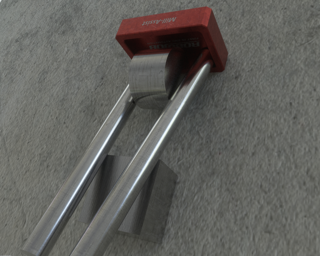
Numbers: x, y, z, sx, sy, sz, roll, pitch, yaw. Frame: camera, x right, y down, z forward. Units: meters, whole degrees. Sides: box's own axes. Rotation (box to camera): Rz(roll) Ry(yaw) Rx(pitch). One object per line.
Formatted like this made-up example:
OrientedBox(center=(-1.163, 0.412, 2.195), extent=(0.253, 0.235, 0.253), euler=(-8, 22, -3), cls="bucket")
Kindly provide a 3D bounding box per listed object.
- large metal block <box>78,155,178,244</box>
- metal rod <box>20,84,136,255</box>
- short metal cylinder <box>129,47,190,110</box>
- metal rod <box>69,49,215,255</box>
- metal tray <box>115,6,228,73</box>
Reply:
OrientedBox(center=(-0.034, 0.079, 0.355), extent=(0.080, 0.050, 0.080), euler=(2, 63, 28), cls="large metal block")
OrientedBox(center=(-0.064, 0.009, 0.373), extent=(0.025, 0.025, 0.301), euler=(2, 47, 29), cls="metal rod")
OrientedBox(center=(0.002, -0.064, 0.408), extent=(0.050, 0.080, 0.080), euler=(2, 63, 28), cls="short metal cylinder")
OrientedBox(center=(-0.002, 0.011, 0.339), extent=(0.025, 0.025, 0.301), euler=(9, 51, 32), cls="metal rod")
OrientedBox(center=(0.017, -0.112, 0.422), extent=(0.130, 0.090, 0.030), euler=(2, 63, 29), cls="metal tray")
